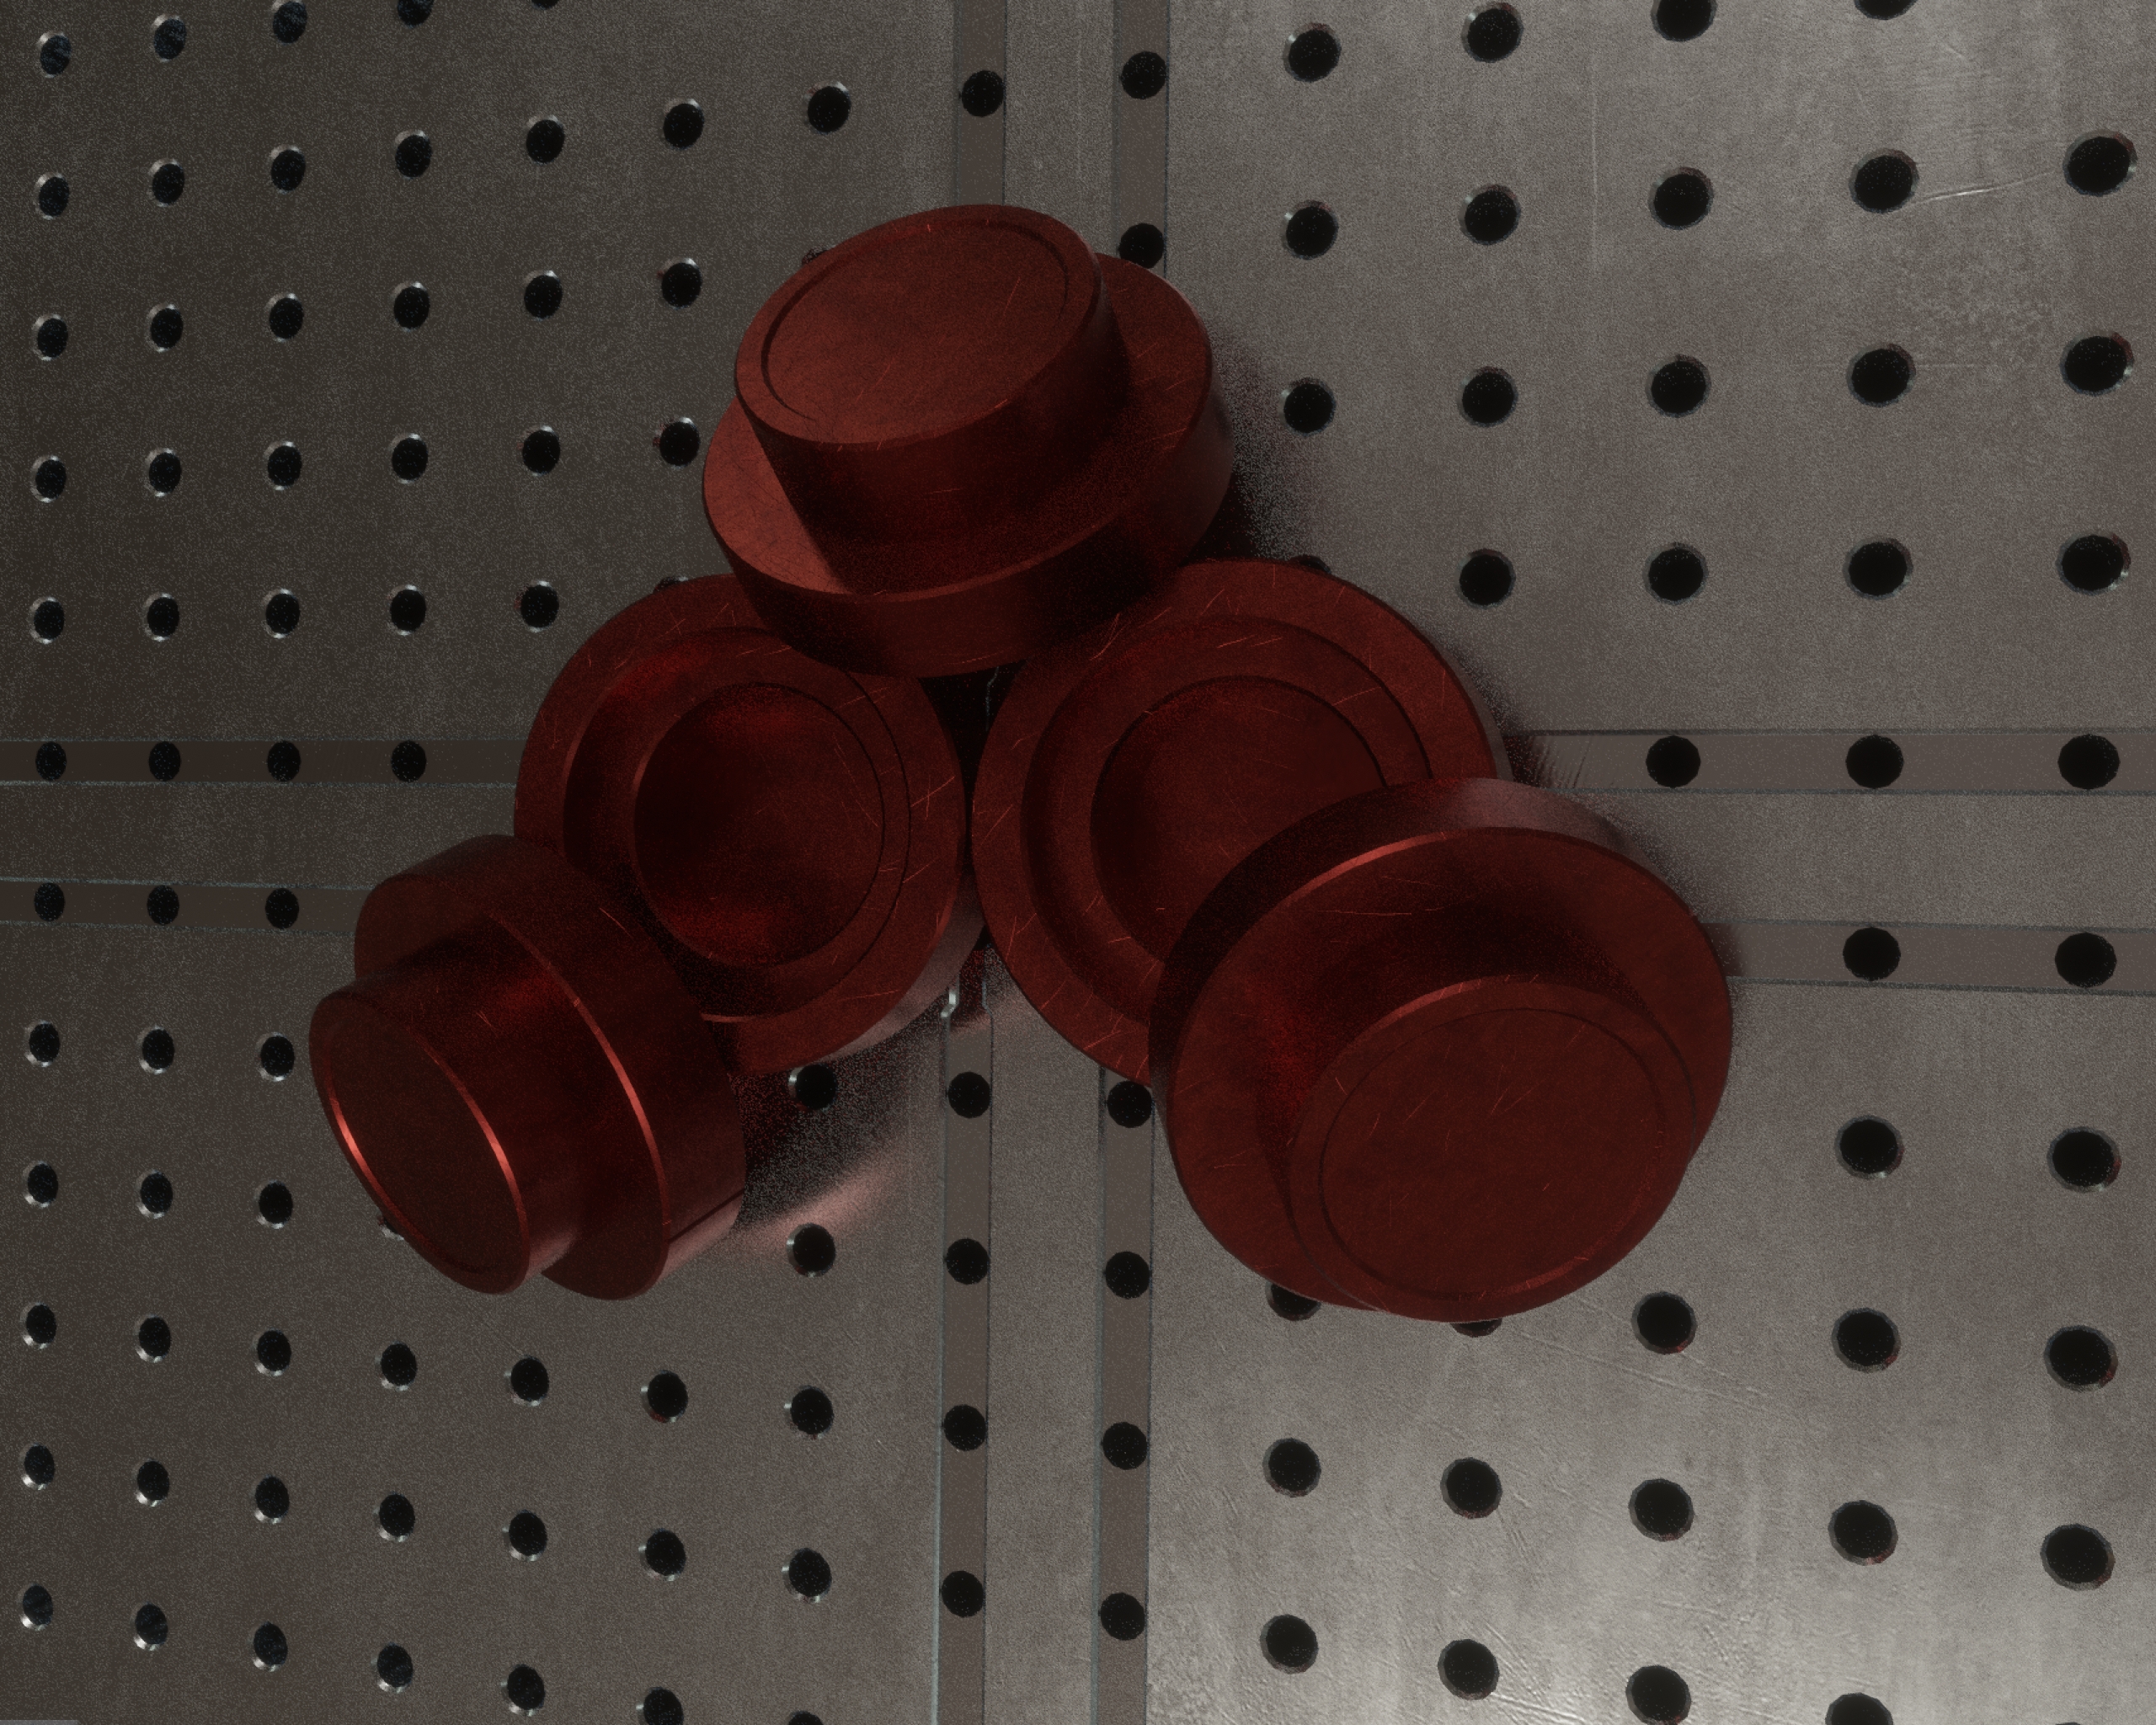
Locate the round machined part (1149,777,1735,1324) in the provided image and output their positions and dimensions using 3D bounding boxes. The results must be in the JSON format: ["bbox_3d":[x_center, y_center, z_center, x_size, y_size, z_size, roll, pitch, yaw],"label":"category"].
[{"bbox_3d":[0.064,0.038,0.352,0.099,0.042,0.097,-4,117,-7],"label":"round machined part"}]

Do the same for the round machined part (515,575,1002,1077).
[{"bbox_3d":[-0.060,-0.007,0.423,0.098,0.042,0.097,0,90,19],"label":"round machined part"}]

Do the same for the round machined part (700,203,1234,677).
[{"bbox_3d":[-0.024,-0.084,0.384,0.098,0.042,0.098,-9,49,12],"label":"round machined part"}]

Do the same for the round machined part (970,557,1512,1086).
[{"bbox_3d":[0.033,-0.006,0.391,0.098,0.042,0.097,0,90,19],"label":"round machined part"}]

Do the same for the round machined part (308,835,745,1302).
[{"bbox_3d":[-0.116,0.047,0.418,0.098,0.042,0.097,24,130,32],"label":"round machined part"}]
